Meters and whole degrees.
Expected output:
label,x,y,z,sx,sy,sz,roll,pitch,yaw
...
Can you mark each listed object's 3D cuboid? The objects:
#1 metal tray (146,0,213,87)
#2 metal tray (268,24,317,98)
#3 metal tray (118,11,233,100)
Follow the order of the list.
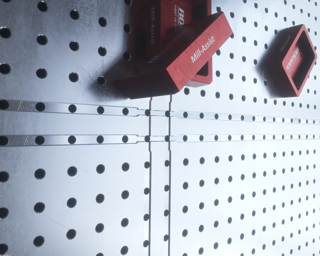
label,x,y,z,sx,sy,sz,roll,pitch,yaw
metal tray,0.027,-0.125,0.411,0.091,0.030,0.129,4,83,-37
metal tray,0.273,-0.136,0.631,0.090,0.030,0.130,51,60,-28
metal tray,0.019,-0.089,0.381,0.130,0.090,0.030,-49,119,-29
